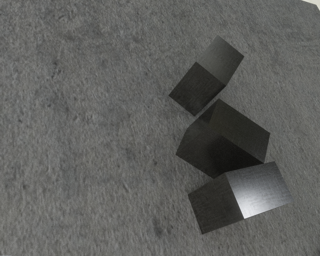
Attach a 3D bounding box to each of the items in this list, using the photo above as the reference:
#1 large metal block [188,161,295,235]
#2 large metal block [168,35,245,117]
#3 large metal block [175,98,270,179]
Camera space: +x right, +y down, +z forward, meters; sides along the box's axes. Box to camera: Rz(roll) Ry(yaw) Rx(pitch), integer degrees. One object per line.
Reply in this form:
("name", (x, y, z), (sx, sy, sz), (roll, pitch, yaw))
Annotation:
("large metal block", (0.094, 0.084, 0.370), (0.081, 0.080, 0.050), (-6, 65, -31))
("large metal block", (0.067, -0.076, 0.453), (0.050, 0.080, 0.080), (39, 51, -3))
("large metal block", (0.080, 0.021, 0.401), (0.080, 0.080, 0.050), (33, 51, -7))
